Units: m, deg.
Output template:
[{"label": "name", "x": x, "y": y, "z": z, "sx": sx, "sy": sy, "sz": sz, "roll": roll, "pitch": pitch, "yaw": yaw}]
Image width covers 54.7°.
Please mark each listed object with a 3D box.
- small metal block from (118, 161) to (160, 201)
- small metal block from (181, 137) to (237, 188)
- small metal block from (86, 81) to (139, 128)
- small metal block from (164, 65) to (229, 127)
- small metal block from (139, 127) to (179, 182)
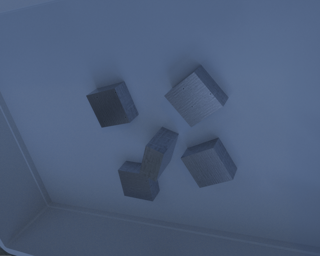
[{"label": "small metal block", "x": -0.032, "y": 0.081, "z": 0.474, "sx": 0.050, "sy": 0.025, "sz": 0.050, "roll": 5, "pitch": 121, "yaw": 25}, {"label": "small metal block", "x": 0.064, "y": 0.046, "z": 0.403, "sx": 0.050, "sy": 0.025, "sz": 0.050, "roll": -23, "pitch": 107, "yaw": 36}, {"label": "small metal block", "x": -0.064, "y": -0.031, "z": 0.422, "sx": 0.050, "sy": 0.025, "sz": 0.050, "roll": -9, "pitch": 114, "yaw": 31}, {"label": "small metal block", "x": 0.042, "y": -0.037, "z": 0.363, "sx": 0.050, "sy": 0.025, "sz": 0.050, "roll": 49, "pitch": 128, "yaw": -7}, {"label": "small metal block", "x": -0.001, "y": 0.034, "z": 0.413, "sx": 0.025, "sy": 0.050, "sz": 0.050, "roll": 24, "pitch": 127, "yaw": 13}]
